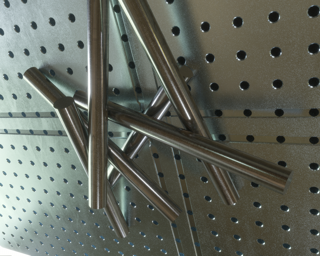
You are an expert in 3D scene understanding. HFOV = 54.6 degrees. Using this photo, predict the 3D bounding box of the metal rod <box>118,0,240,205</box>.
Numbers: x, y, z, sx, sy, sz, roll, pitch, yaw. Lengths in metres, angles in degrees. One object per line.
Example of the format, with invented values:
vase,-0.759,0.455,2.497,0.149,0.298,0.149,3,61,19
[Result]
metal rod,0.030,-0.022,0.355,0.025,0.025,0.299,-11,121,33

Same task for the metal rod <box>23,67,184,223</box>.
metal rod,-0.085,0.019,0.441,0.300,0.025,0.025,43,130,9

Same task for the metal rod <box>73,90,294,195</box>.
metal rod,0.002,0.004,0.368,0.300,0.025,0.025,22,128,32

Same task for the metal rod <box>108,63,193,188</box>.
metal rod,-0.041,0.027,0.450,0.025,0.025,0.298,38,129,2

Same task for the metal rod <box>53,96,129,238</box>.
metal rod,-0.092,0.080,0.468,0.025,0.025,0.299,10,136,23

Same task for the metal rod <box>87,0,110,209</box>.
metal rod,-0.077,-0.036,0.385,0.025,0.025,0.298,11,109,22
